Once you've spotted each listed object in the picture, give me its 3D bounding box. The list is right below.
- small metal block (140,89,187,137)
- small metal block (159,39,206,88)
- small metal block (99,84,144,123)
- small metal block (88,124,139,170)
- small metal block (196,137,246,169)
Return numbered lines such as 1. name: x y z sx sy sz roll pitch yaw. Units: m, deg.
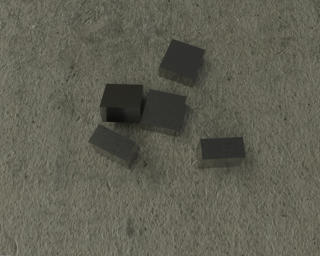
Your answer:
1. small metal block: 0.005 -0.020 0.415 0.050 0.025 0.050 12 70 4
2. small metal block: 0.031 -0.093 0.442 0.050 0.025 0.050 21 71 7
3. small metal block: -0.049 -0.033 0.409 0.050 0.025 0.050 2 43 1
4. small metal block: -0.056 0.025 0.385 0.050 0.050 0.025 26 72 9
5. small metal block: 0.073 0.032 0.384 0.050 0.050 0.025 -3 70 -1
